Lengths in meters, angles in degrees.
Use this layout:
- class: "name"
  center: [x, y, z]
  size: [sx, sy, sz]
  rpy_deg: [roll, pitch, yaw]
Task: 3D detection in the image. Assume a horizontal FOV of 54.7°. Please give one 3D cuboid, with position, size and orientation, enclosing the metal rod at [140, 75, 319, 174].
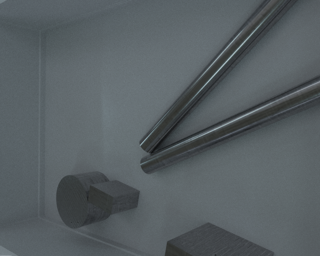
- class: "metal rod"
  center: [0.090, -0.006, 0.331]
  size: [0.299, 0.025, 0.025]
  rpy_deg: [-28, 73, 36]

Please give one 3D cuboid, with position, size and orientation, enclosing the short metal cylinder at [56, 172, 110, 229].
- class: "short metal cylinder"
  center: [-0.118, 0.111, 0.485]
  size: [0.080, 0.050, 0.079]
  rpy_deg: [0, 90, 39]

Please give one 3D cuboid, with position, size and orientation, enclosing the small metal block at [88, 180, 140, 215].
- class: "small metal block"
  center: [-0.066, 0.097, 0.442]
  size: [0.050, 0.050, 0.025]
  rpy_deg: [15, 100, 38]

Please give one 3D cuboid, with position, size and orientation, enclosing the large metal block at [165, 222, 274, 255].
- class: "large metal block"
  center: [0.059, 0.146, 0.321]
  size: [0.080, 0.081, 0.050]
  rpy_deg: [15, 100, 38]

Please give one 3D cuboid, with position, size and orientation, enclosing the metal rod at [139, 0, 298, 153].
- class: "metal rod"
  center: [0.071, -0.072, 0.347]
  size: [0.299, 0.025, 0.025]
  rpy_deg: [-48, 62, 29]
